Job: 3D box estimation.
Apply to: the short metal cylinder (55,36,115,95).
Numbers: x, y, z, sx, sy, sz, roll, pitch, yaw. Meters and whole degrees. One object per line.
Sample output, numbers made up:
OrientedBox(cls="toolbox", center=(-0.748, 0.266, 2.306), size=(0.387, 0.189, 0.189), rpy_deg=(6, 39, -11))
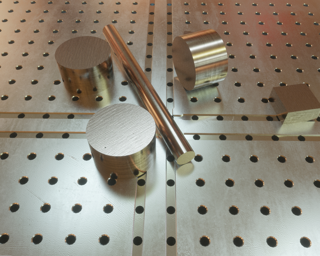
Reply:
OrientedBox(cls="short metal cylinder", center=(-0.112, -0.095, 0.471), size=(0.080, 0.050, 0.080), rpy_deg=(0, 50, 0))

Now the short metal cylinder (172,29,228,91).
OrientedBox(cls="short metal cylinder", center=(0.057, -0.100, 0.456), size=(0.050, 0.080, 0.080), rpy_deg=(-18, 52, -14))

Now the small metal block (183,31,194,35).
OrientedBox(cls="small metal block", center=(0.062, -0.137, 0.523), size=(0.050, 0.025, 0.050), rpy_deg=(9, 51, 7))

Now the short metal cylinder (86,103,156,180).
OrientedBox(cls="short metal cylinder", center=(-0.045, 0.016, 0.378), size=(0.080, 0.050, 0.080), rpy_deg=(0, 50, 0))

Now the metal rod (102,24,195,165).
OrientedBox(cls="metal rod", center=(-0.029, -0.068, 0.464), size=(0.025, 0.025, 0.300), rpy_deg=(-19, 53, -15))

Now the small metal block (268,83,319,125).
OrientedBox(cls="small metal block", center=(0.190, -0.035, 0.438), size=(0.050, 0.025, 0.050), rpy_deg=(-8, 51, -7))
